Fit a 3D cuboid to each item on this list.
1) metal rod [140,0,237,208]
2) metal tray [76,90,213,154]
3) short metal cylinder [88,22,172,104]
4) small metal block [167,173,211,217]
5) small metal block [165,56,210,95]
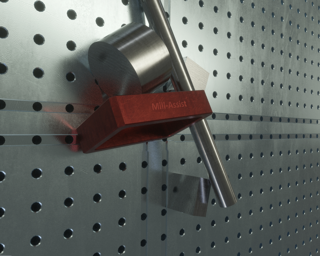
[{"bbox_3d":[0.037,-0.038,0.405,0.025,0.025,0.299,-24,95,-38],"label":"metal rod"},{"bbox_3d":[-0.016,-0.008,0.352,0.131,0.090,0.030,-9,75,-40],"label":"metal tray"},{"bbox_3d":[-0.034,-0.070,0.347,0.050,0.080,0.080,-42,116,-32],"label":"short metal cylinder"},{"bbox_3d":[0.041,0.092,0.429,0.025,0.050,0.050,19,78,-39],"label":"small metal block"},{"bbox_3d":[0.040,-0.067,0.445,0.050,0.025,0.050,27,73,-37],"label":"small metal block"}]
